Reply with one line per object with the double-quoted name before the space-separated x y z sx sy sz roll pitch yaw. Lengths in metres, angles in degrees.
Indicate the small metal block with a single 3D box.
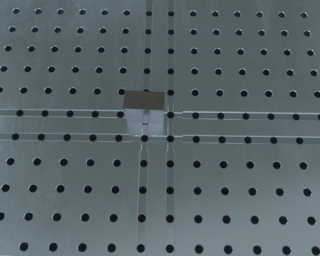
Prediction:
"small metal block" -0.020 -0.026 0.408 0.050 0.050 0.025 3 70 1
